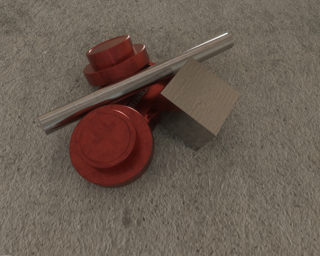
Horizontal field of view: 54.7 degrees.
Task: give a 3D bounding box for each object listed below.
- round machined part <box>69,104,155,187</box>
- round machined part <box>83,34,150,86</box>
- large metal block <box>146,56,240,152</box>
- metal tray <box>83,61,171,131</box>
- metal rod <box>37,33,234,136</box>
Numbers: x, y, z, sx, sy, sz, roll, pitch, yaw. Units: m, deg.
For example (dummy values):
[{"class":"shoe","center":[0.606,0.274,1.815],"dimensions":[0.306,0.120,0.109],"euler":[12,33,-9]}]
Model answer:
[{"class":"round machined part","center":[-0.057,0.017,0.356],"dimensions":[0.099,0.042,0.098],"euler":[-2,70,6]},{"class":"round machined part","center":[-0.068,-0.103,0.454],"dimensions":[0.098,0.042,0.098],"euler":[-18,28,10]},{"class":"large metal block","center":[0.043,-0.031,0.396],"dimensions":[0.080,0.050,0.080],"euler":[37,55,-2]},{"class":"metal tray","center":[-0.036,-0.044,0.438],"dimensions":[0.090,0.030,0.130],"euler":[19,53,15]},{"class":"metal rod","center":[-0.017,-0.069,0.424],"dimensions":[0.302,0.025,0.025],"euler":[-28,56,-22]}]
